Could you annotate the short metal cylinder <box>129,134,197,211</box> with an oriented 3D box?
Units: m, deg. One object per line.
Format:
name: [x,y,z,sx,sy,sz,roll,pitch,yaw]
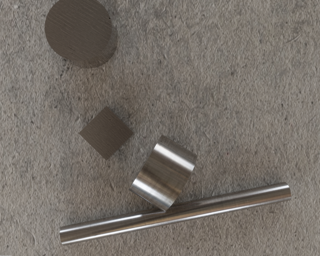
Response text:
short metal cylinder: [0.003,0.054,0.382,0.050,0.080,0.080,31,90,0]

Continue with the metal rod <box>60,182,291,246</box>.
metal rod: [0.021,0.113,0.410,0.302,0.025,0.025,-11,90,0]

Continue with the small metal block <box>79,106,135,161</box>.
small metal block: [-0.069,0.007,0.409,0.050,0.025,0.050,45,90,0]

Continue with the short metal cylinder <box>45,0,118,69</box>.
short metal cylinder: [-0.098,-0.120,0.396,0.081,0.050,0.079,0,90,0]
